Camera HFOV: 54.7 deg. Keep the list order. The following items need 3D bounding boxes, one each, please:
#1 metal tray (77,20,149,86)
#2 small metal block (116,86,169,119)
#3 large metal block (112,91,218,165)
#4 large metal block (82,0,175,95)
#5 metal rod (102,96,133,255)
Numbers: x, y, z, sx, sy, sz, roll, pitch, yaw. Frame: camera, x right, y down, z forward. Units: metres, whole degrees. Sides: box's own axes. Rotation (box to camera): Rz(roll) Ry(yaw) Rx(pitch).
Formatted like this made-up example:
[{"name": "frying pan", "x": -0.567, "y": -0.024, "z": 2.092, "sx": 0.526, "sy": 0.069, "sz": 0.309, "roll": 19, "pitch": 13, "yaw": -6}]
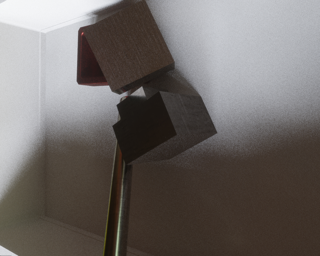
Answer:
[{"name": "metal tray", "x": -0.071, "y": -0.110, "z": 0.459, "sx": 0.130, "sy": 0.030, "sz": 0.089, "roll": 4, "pitch": 93, "yaw": 39}, {"name": "small metal block", "x": -0.019, "y": -0.029, "z": 0.404, "sx": 0.050, "sy": 0.050, "sz": 0.025, "roll": -31, "pitch": 71, "yaw": 35}, {"name": "large metal block", "x": 0.006, "y": 0.002, "z": 0.364, "sx": 0.080, "sy": 0.081, "sz": 0.050, "roll": -33, "pitch": 70, "yaw": 35}, {"name": "large metal block", "x": -0.035, "y": -0.096, "z": 0.382, "sx": 0.080, "sy": 0.050, "sz": 0.080, "roll": -25, "pitch": 91, "yaw": 3}, {"name": "metal rod", "x": -0.047, "y": 0.084, "z": 0.357, "sx": 0.025, "sy": 0.025, "sz": 0.300, "roll": -30, "pitch": 44, "yaw": 35}]
